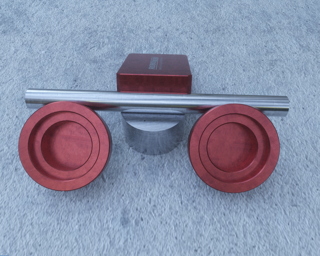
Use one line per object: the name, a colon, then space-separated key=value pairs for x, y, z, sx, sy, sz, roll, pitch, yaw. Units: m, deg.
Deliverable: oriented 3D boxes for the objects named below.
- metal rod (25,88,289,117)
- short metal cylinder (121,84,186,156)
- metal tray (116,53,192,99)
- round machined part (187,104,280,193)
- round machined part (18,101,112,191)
metal rod: x=-0.004 y=-0.030 z=0.366 sx=0.302 sy=0.025 sz=0.025 roll=2 pitch=50 yaw=1
short metal cylinder: x=-0.008 y=-0.011 z=0.398 sx=0.081 sy=0.050 sz=0.080 roll=0 pitch=50 yaw=0
metal tray: x=-0.005 y=-0.076 z=0.430 sx=0.091 sy=0.030 sz=0.130 roll=2 pitch=24 yaw=1
round machined part: x=0.080 y=0.021 z=0.354 sx=0.099 sy=0.042 sz=0.097 roll=0 pitch=93 yaw=0
round machined part: x=-0.104 y=0.020 z=0.355 sx=0.099 sy=0.042 sz=0.097 roll=0 pitch=88 yaw=-1
